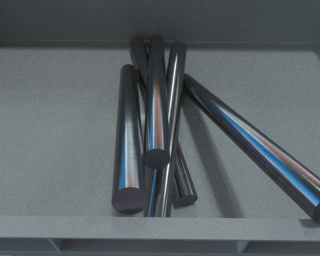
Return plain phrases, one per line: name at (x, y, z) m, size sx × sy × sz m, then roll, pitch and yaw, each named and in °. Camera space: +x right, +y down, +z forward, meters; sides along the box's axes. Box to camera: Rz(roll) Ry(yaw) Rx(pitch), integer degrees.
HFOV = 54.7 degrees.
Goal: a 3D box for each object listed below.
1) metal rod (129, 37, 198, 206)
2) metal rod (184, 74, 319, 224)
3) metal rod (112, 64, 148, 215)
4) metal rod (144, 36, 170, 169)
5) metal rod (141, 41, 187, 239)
metal rod at (-0.005, -0.032, 0.431) m, size 0.025 × 0.025 × 0.300 m, roll -10°, pitch 51°, yaw -9°
metal rod at (0.074, -0.008, 0.335) m, size 0.025 × 0.025 × 0.300 m, roll -12°, pitch 27°, yaw -10°
metal rod at (-0.035, -0.018, 0.347) m, size 0.025 × 0.025 × 0.300 m, roll -4°, pitch 28°, yaw -4°
metal rod at (-0.004, -0.058, 0.403) m, size 0.025 × 0.025 × 0.300 m, roll 0°, pitch 35°, yaw 0°
metal rod at (0.012, -0.014, 0.383) m, size 0.025 × 0.025 × 0.300 m, roll 5°, pitch 48°, yaw 4°
